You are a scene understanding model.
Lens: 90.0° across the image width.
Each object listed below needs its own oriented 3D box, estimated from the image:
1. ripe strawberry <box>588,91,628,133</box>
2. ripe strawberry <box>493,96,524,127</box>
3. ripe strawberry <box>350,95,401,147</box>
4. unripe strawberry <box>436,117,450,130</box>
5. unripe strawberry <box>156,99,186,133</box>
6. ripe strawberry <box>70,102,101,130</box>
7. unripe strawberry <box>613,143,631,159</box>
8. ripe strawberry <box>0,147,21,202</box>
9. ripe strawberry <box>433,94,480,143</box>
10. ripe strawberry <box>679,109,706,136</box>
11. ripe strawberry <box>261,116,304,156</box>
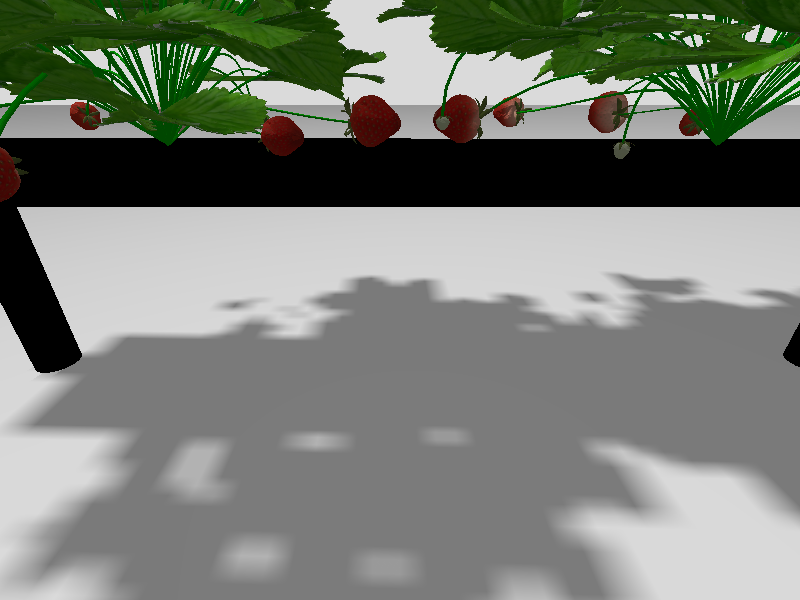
[{"bbox_3d":[0.226,-0.207,0.442,0.040,0.042,0.043,-6,27,-12],"label":"ripe strawberry"},{"bbox_3d":[0.131,-0.227,0.485,0.038,0.034,0.034,-18,32,-31],"label":"ripe strawberry"},{"bbox_3d":[-0.018,-0.133,0.300,0.036,0.036,0.040,4,28,6],"label":"ripe strawberry"},{"bbox_3d":[0.032,-0.133,0.302,0.010,0.010,0.009,-2,27,-5],"label":"unripe strawberry"},{"bbox_3d":[-0.233,-0.189,0.412,0.035,0.032,0.032,-11,29,-20],"label":"unripe strawberry"},{"bbox_3d":[-0.366,-0.213,0.465,0.031,0.030,0.028,17,31,40],"label":"ripe strawberry"},{"bbox_3d":[0.137,-0.092,0.248,0.010,0.010,0.009,-18,32,-31],"label":"unripe strawberry"},{"bbox_3d":[-0.150,-0.043,0.139,0.027,0.024,0.024,-5,42,-10],"label":"ripe strawberry"},{"bbox_3d":[0.045,-0.147,0.326,0.037,0.036,0.040,0,27,2],"label":"ripe strawberry"},{"bbox_3d":[0.284,-0.172,0.387,0.023,0.026,0.025,8,28,16],"label":"ripe strawberry"},{"bbox_3d":[-0.075,-0.106,0.259,0.025,0.024,0.027,16,32,28],"label":"ripe strawberry"}]
